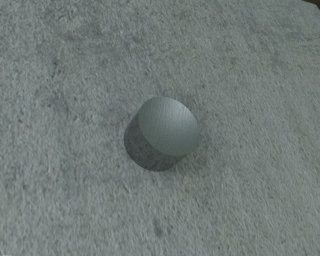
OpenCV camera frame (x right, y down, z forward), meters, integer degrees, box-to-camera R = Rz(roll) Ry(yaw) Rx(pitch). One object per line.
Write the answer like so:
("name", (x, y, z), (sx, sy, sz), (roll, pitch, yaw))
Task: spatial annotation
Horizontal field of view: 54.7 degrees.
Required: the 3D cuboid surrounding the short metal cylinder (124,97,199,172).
("short metal cylinder", (0.001, 0.008, 0.385), (0.081, 0.050, 0.080), (14, 56, -21))
